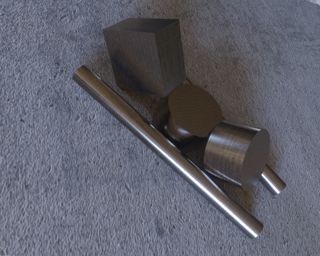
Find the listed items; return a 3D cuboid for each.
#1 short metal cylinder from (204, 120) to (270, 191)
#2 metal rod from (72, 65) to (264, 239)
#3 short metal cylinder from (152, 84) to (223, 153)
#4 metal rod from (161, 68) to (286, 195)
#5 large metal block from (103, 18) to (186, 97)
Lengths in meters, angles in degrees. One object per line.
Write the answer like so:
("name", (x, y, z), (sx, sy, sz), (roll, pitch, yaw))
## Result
("short metal cylinder", (0.099, 0.034, 0.395), (0.050, 0.079, 0.081), (17, 39, 37))
("metal rod", (0.010, 0.030, 0.391), (0.300, 0.025, 0.025), (42, 51, 0))
("short metal cylinder", (0.036, -0.012, 0.416), (0.081, 0.050, 0.080), (14, 56, -21))
("metal rod", (0.071, -0.023, 0.457), (0.300, 0.025, 0.025), (48, 51, 6))
("large metal block", (-0.018, -0.093, 0.397), (0.080, 0.080, 0.050), (15, 41, 34))
